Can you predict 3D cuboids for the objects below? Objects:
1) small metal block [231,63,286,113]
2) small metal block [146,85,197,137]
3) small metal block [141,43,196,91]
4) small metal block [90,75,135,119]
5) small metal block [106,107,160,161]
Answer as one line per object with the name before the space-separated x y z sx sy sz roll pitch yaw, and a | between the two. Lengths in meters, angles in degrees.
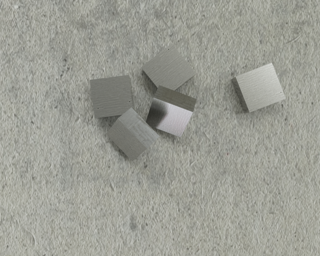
small metal block | 0.130 -0.052 0.411 0.050 0.025 0.050 -21 90 0
small metal block | 0.013 -0.021 0.396 0.050 0.050 0.025 20 48 0
small metal block | 0.011 -0.074 0.410 0.050 0.025 0.050 -38 90 0
small metal block | -0.062 -0.040 0.409 0.050 0.025 0.050 -7 90 0
small metal block | -0.036 0.009 0.394 0.050 0.050 0.025 46 55 -1
